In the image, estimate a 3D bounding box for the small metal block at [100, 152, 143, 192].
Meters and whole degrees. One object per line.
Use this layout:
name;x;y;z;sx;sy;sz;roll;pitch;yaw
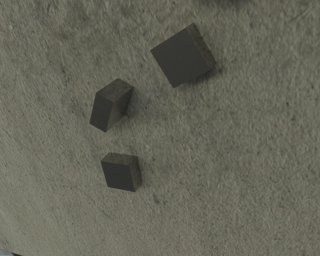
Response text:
small metal block;-0.058;0.068;0.478;0.050;0.025;0.050;5;121;25

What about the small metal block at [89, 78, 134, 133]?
small metal block;-0.063;-0.030;0.404;0.025;0.050;0.050;29;128;9

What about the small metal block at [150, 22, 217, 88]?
small metal block;0.026;-0.079;0.343;0.050;0.025;0.050;-23;106;36
